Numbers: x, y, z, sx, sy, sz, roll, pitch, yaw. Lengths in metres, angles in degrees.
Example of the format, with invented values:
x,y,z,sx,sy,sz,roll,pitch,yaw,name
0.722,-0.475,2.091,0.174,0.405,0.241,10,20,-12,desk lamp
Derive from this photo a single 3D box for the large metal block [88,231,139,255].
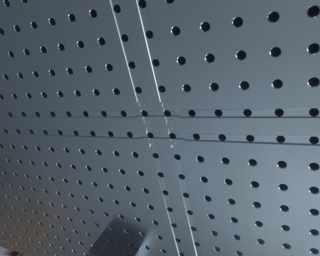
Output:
x,y,z,sx,sy,sz,roll,pitch,yaw,name
-0.090,0.262,0.605,0.080,0.050,0.079,19,126,17,large metal block
